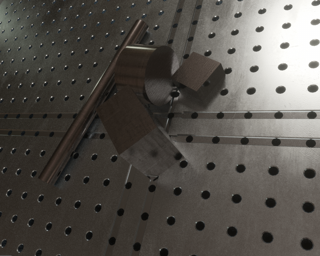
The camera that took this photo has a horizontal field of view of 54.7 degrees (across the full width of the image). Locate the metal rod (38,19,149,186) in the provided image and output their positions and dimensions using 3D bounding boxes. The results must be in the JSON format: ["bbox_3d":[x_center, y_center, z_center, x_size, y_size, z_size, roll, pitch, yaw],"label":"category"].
[{"bbox_3d":[-0.097,-0.050,0.487,0.025,0.025,0.300,16,70,34],"label":"metal rod"}]

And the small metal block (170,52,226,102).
[{"bbox_3d":[0.052,-0.071,0.424,0.050,0.025,0.050,35,81,38],"label":"small metal block"}]

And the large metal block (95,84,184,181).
[{"bbox_3d":[-0.024,0.007,0.380,0.050,0.080,0.080,-37,51,3],"label":"large metal block"}]

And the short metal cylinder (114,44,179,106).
[{"bbox_3d":[-0.016,-0.073,0.425,0.050,0.080,0.080,13,69,33],"label":"short metal cylinder"}]
